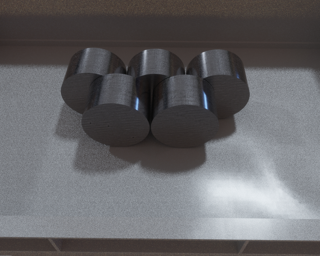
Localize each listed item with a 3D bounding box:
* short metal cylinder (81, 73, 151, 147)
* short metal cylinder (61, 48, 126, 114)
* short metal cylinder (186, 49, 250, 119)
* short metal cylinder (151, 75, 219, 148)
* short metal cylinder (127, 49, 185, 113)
[{"bbox_3d":[-0.052,-0.021,0.384,0.080,0.080,0.050,1,50,0],"label":"short metal cylinder"},{"bbox_3d":[-0.087,-0.060,0.417,0.080,0.080,0.050,1,50,0],"label":"short metal cylinder"},{"bbox_3d":[0.075,-0.057,0.416,0.080,0.080,0.050,1,50,1],"label":"short metal cylinder"},{"bbox_3d":[0.030,-0.019,0.383,0.080,0.080,0.050,1,50,0],"label":"short metal cylinder"},{"bbox_3d":[-0.006,-0.058,0.416,0.080,0.080,0.050,1,50,0],"label":"short metal cylinder"}]
